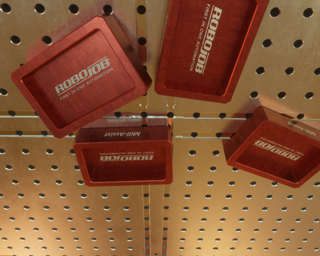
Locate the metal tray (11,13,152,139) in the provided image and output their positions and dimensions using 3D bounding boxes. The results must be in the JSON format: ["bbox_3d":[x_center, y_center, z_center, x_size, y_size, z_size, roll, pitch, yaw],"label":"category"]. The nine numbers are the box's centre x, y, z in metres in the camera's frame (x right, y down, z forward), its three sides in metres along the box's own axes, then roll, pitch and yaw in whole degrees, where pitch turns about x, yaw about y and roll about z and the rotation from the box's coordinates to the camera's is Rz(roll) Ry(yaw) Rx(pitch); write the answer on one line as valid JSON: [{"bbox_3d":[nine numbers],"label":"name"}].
[{"bbox_3d":[-0.086,-0.053,0.343,0.130,0.030,0.090,-26,107,20],"label":"metal tray"}]

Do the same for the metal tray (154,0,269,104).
[{"bbox_3d":[0.048,-0.091,0.330,0.091,0.030,0.129,7,130,-7],"label":"metal tray"}]

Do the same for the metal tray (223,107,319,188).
[{"bbox_3d":[0.168,0.032,0.436,0.131,0.030,0.089,20,127,-17],"label":"metal tray"}]

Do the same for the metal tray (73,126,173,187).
[{"bbox_3d":[-0.048,0.042,0.443,0.131,0.030,0.090,-2,130,1],"label":"metal tray"}]
